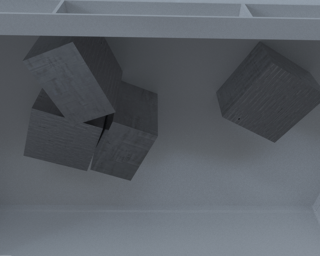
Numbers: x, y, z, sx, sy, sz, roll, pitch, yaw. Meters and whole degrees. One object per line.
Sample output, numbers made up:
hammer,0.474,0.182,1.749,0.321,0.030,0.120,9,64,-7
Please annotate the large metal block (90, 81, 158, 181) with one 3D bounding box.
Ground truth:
large metal block,-0.042,0.003,0.375,0.050,0.080,0.079,19,128,-16

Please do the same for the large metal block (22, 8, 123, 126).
large metal block,-0.082,-0.063,0.318,0.050,0.080,0.080,-17,128,13

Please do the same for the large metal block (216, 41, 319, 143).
large metal block,0.126,-0.039,0.361,0.080,0.050,0.080,24,126,-20

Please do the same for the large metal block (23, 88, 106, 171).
large metal block,-0.118,0.001,0.392,0.081,0.050,0.079,17,128,-14
